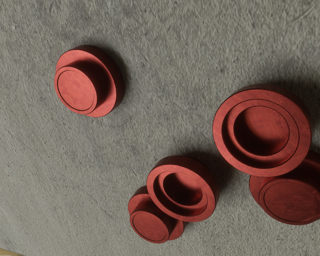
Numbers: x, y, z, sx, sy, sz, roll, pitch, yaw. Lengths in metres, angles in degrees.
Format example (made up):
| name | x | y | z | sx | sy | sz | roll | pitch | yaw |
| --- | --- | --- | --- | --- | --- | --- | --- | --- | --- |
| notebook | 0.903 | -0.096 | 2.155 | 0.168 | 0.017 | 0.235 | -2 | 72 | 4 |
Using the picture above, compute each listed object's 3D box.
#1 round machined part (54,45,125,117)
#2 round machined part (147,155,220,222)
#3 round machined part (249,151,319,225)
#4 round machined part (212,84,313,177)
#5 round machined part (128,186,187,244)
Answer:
| name | x | y | z | sx | sy | sz | roll | pitch | yaw |
| --- | --- | --- | --- | --- | --- | --- | --- | --- | --- |
| round machined part | -0.100 | -0.057 | 0.414 | 0.098 | 0.042 | 0.097 | 13 | 124 | 21 |
| round machined part | 0.035 | 0.078 | 0.426 | 0.098 | 0.042 | 0.097 | 13 | 124 | 21 |
| round machined part | 0.153 | 0.073 | 0.360 | 0.098 | 0.042 | 0.097 | 13 | 124 | 21 |
| round machined part | 0.110 | 0.000 | 0.332 | 0.098 | 0.042 | 0.097 | 12 | 116 | 25 |
| round machined part | -0.008 | 0.142 | 0.488 | 0.098 | 0.042 | 0.097 | 13 | 124 | 21 |
